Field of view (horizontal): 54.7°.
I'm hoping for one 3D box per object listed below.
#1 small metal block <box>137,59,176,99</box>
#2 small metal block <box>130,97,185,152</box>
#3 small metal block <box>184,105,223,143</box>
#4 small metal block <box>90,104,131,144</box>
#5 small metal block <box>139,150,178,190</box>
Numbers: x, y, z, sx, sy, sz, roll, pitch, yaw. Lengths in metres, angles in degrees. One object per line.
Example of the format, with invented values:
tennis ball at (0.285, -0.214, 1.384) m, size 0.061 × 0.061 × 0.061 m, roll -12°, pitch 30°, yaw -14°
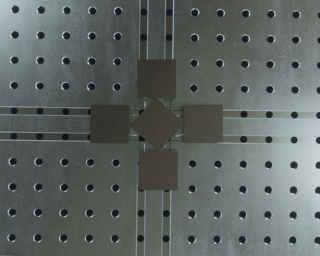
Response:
small metal block at (-0.004, -0.064, 0.413) m, size 0.050 × 0.025 × 0.050 m, roll -1°, pitch 90°, yaw -1°
small metal block at (-0.004, -0.005, 0.413) m, size 0.050 × 0.025 × 0.050 m, roll 42°, pitch 90°, yaw -1°
small metal block at (0.057, -0.005, 0.414) m, size 0.050 × 0.025 × 0.050 m, roll 0°, pitch 90°, yaw -1°
small metal block at (-0.065, -0.005, 0.412) m, size 0.050 × 0.025 × 0.050 m, roll 1°, pitch 90°, yaw -1°
small metal block at (-0.002, 0.056, 0.413) m, size 0.050 × 0.025 × 0.050 m, roll 0°, pitch 90°, yaw -1°
